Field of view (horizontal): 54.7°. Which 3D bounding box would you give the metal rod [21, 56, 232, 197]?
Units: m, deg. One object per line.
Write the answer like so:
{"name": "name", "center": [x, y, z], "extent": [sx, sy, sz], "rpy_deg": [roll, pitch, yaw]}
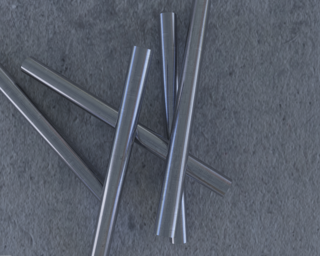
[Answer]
{"name": "metal rod", "center": [-0.046, -0.005, 0.392], "extent": [0.301, 0.025, 0.025], "rpy_deg": [32, 90, 6]}

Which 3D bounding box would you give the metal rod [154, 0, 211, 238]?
{"name": "metal rod", "center": [0.030, -0.026, 0.373], "extent": [0.025, 0.025, 0.299], "rpy_deg": [10, 75, -1]}

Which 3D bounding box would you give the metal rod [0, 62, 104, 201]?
{"name": "metal rod", "center": [-0.169, -0.021, 0.407], "extent": [0.025, 0.025, 0.300], "rpy_deg": [-42, 91, 0]}

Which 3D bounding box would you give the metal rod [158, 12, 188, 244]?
{"name": "metal rod", "center": [0.017, 0.000, 0.410], "extent": [0.025, 0.025, 0.298], "rpy_deg": [-3, 90, -1]}

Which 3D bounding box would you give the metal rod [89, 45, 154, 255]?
{"name": "metal rod", "center": [-0.052, 0.052, 0.376], "extent": [0.025, 0.025, 0.298], "rpy_deg": [13, 103, -1]}
